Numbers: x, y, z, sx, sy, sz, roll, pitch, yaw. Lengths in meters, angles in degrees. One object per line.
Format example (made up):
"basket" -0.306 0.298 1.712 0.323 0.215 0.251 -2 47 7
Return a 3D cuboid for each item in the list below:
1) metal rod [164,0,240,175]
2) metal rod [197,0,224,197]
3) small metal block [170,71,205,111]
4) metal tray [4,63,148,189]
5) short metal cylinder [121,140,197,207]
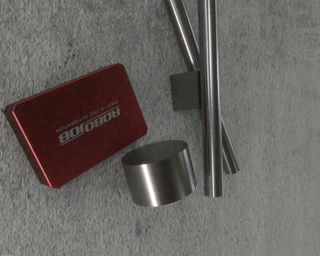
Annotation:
"metal rod" 0.065 -0.062 0.461 0.025 0.025 0.299 -35 112 -35
"metal rod" 0.064 -0.063 0.395 0.025 0.025 0.298 -4 93 -40
"small metal block" 0.042 -0.051 0.426 0.025 0.050 0.050 -10 96 -40
"metal tray" -0.082 -0.007 0.334 0.131 0.030 0.090 -32 110 -36
"short metal cylinder" -0.001 0.051 0.370 0.081 0.080 0.050 -24 105 -38
